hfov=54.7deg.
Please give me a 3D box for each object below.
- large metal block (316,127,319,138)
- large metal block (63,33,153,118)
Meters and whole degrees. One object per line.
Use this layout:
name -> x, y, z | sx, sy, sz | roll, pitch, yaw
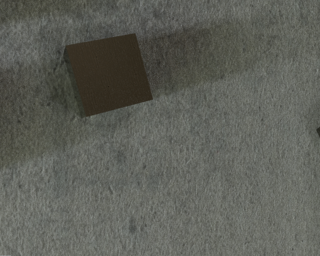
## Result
large metal block -> 0.324, 0.015, 0.518 | 0.080, 0.050, 0.080 | -34, 101, -17
large metal block -> -0.063, -0.061, 0.373 | 0.081, 0.050, 0.080 | -17, 96, -20
